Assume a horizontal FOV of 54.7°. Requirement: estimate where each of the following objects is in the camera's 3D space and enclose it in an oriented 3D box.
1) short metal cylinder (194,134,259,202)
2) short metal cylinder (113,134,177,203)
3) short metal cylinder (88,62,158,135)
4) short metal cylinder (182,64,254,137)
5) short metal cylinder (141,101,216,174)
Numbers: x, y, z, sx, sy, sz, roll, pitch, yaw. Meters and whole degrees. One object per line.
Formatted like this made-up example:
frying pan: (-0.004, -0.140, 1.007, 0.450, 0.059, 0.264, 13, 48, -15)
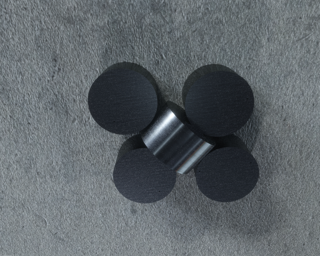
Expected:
short metal cylinder: (0.086, 0.052, 0.417, 0.081, 0.050, 0.079, 0, 110, -1)
short metal cylinder: (-0.019, 0.053, 0.416, 0.081, 0.050, 0.079, 0, 110, -1)
short metal cylinder: (-0.043, -0.038, 0.382, 0.081, 0.050, 0.079, 0, 110, -1)
short metal cylinder: (0.069, -0.035, 0.384, 0.081, 0.050, 0.079, 0, 110, -1)
short metal cylinder: (0.023, 0.011, 0.386, 0.080, 0.080, 0.050, 38, 106, -13)
